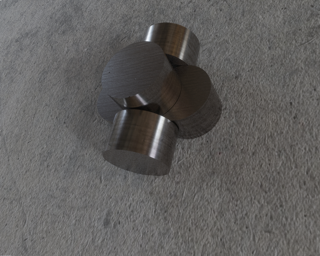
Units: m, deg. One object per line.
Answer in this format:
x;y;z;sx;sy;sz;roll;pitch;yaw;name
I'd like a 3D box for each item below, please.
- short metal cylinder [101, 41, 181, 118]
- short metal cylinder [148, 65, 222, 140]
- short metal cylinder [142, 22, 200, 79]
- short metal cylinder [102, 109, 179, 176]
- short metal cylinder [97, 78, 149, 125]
-0.021;-0.055;0.368;0.080;0.050;0.080;-13;56;20;short metal cylinder
0.032;-0.032;0.391;0.080;0.050;0.080;-13;56;20;short metal cylinder
0.011;-0.096;0.423;0.080;0.080;0.050;0;62;28;short metal cylinder
-0.022;0.020;0.369;0.080;0.080;0.050;0;62;28;short metal cylinder
-0.038;-0.032;0.427;0.080;0.050;0.080;-13;56;20;short metal cylinder
